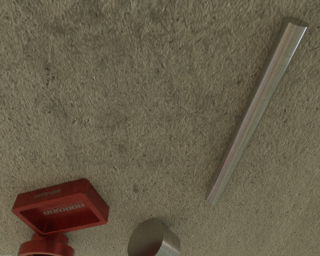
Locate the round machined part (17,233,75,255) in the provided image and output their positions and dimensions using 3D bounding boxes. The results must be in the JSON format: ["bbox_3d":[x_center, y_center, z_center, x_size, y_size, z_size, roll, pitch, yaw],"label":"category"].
[{"bbox_3d":[-0.209,0.226,0.579,0.099,0.042,0.097,0,140,0],"label":"round machined part"}]

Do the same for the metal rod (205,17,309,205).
[{"bbox_3d":[0.113,0.003,0.411,0.025,0.025,0.298,8,130,-7],"label":"metal rod"}]

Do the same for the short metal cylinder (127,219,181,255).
[{"bbox_3d":[-0.011,0.211,0.551,0.080,0.080,0.050,-30,124,22],"label":"short metal cylinder"}]

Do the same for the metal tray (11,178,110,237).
[{"bbox_3d":[-0.163,0.136,0.517,0.130,0.030,0.090,-15,129,12],"label":"metal tray"}]
